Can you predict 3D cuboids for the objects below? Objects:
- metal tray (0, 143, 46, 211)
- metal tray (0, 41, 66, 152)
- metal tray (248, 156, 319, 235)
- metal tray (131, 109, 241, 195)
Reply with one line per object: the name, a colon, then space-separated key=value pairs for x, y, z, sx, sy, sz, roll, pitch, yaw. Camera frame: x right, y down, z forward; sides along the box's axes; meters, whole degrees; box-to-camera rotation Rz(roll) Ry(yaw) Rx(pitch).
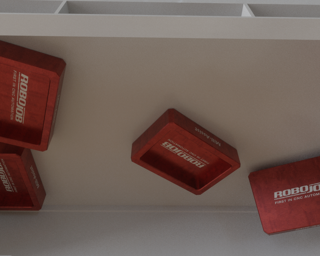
metal tray: x=-0.234 y=0.074 z=0.466 sx=0.091 sy=0.030 sz=0.129 roll=1 pitch=130 yaw=-1
metal tray: x=-0.172 y=-0.034 z=0.374 sx=0.091 sy=0.030 sz=0.129 roll=15 pitch=129 yaw=-13
metal tray: x=0.204 y=0.096 z=0.445 sx=0.130 sy=0.090 sz=0.030 roll=-16 pitch=152 yaw=14
metal tray: x=0.036 y=0.039 z=0.438 sx=0.131 sy=0.030 sz=0.090 roll=31 pitch=123 yaw=-24
